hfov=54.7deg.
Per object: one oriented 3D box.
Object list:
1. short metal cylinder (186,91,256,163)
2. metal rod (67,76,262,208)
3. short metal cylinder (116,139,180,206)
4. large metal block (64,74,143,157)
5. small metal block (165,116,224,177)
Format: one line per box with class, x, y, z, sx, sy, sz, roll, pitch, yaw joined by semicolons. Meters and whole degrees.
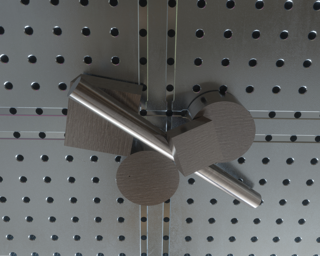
short metal cylinder;0.075;-0.002;0.396;0.081;0.050;0.079;0;110;0
metal rod;0.025;0.031;0.384;0.301;0.025;0.025;33;107;-27
short metal cylinder;-0.015;0.056;0.417;0.081;0.050;0.079;0;110;0
large metal block;-0.069;-0.017;0.387;0.081;0.050;0.079;10;110;-4
small metal block;0.039;0.020;0.357;0.050;0.025;0.050;-23;109;-11
